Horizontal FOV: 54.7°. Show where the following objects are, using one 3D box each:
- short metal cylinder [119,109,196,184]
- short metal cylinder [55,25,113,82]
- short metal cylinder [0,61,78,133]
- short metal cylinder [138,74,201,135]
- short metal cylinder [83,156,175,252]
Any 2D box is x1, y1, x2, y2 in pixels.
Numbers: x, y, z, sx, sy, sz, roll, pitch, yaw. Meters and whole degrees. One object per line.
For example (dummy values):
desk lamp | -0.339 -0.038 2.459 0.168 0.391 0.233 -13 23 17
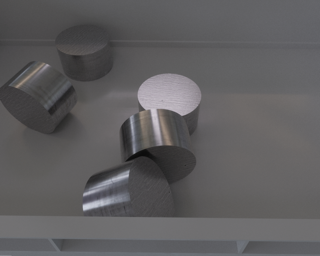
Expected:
short metal cylinder | -0.004 0.024 0.349 0.081 0.080 0.050 -6 50 -5
short metal cylinder | -0.117 -0.119 0.488 0.080 0.050 0.080 0 50 0
short metal cylinder | -0.156 -0.039 0.401 0.080 0.080 0.050 18 53 15
short metal cylinder | 0.012 -0.027 0.412 0.080 0.050 0.080 0 50 0
short metal cylinder | -0.027 0.073 0.298 0.050 0.080 0.080 -22 46 23
